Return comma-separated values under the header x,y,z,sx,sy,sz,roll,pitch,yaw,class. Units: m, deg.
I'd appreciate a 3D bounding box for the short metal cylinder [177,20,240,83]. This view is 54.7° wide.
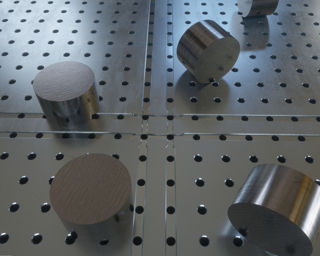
x,y,z,sx,sy,sz,roll,pitch,yaw,class
0.073,-0.115,0.469,0.081,0.080,0.050,-23,54,-18,short metal cylinder

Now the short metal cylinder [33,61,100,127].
x,y,z,sx,sy,sz,roll,pitch,yaw,class
-0.128,-0.048,0.431,0.081,0.050,0.080,0,50,0,short metal cylinder

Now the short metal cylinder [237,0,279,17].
x,y,z,sx,sy,sz,roll,pitch,yaw,class
0.185,-0.254,0.586,0.050,0.080,0.080,-6,50,-5,short metal cylinder

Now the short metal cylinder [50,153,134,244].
x,y,z,sx,sy,sz,roll,pitch,yaw,class
-0.069,0.074,0.329,0.081,0.050,0.080,0,50,0,short metal cylinder

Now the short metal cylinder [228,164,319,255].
x,y,z,sx,sy,sz,roll,pitch,yaw,class
0.115,0.081,0.304,0.080,0.080,0.050,27,55,21,short metal cylinder
